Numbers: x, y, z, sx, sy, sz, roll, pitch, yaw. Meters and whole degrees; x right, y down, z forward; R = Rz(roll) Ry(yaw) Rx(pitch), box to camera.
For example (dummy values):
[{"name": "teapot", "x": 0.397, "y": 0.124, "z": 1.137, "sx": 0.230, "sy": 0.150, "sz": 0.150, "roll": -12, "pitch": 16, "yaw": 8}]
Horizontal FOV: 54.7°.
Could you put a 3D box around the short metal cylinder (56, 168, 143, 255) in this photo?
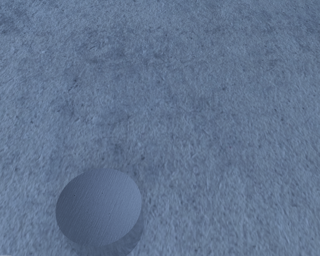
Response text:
[{"name": "short metal cylinder", "x": -0.058, "y": 0.088, "z": 0.312, "sx": 0.081, "sy": 0.050, "sz": 0.080, "roll": 0, "pitch": 50, "yaw": 0}]
